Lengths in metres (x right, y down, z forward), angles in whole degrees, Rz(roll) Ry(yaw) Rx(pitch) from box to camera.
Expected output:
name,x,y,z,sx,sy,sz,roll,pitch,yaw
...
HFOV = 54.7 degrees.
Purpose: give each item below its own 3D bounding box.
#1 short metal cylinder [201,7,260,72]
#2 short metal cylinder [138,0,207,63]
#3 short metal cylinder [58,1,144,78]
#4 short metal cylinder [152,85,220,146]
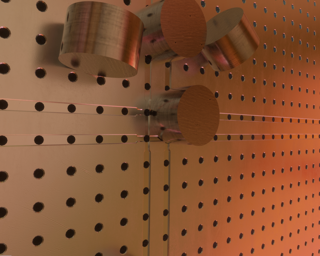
name,x,y,z,sx,sy,sz,roll,pitch,yaw
short metal cylinder,0.097,-0.129,0.454,0.050,0.080,0.080,47,62,-30
short metal cylinder,0.015,-0.128,0.405,0.081,0.050,0.079,0,90,-40
short metal cylinder,-0.060,-0.088,0.323,0.081,0.080,0.050,12,82,-39
short metal cylinder,0.036,-0.017,0.422,0.081,0.050,0.079,0,90,-40
